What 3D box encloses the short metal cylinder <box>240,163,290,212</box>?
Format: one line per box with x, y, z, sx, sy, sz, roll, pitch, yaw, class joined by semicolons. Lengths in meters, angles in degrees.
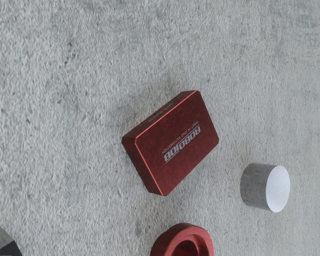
0.187;0.104;0.549;0.081;0.050;0.079;0;90;-40;short metal cylinder

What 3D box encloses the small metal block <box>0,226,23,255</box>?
-0.138;0.120;0.274;0.025;0.050;0.050;-30;109;-36;small metal block

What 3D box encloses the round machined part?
0.025;0.177;0.417;0.099;0.042;0.097;0;90;-40;round machined part

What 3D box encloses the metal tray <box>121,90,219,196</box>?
0.020;0.017;0.421;0.131;0.030;0.090;-39;114;-33;metal tray
